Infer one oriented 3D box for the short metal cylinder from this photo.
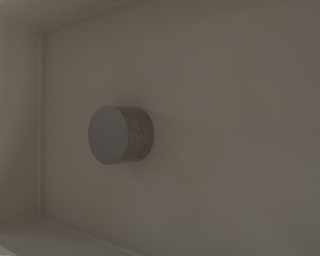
[{"bbox_3d":[-0.055,0.009,0.434,0.080,0.050,0.079,0,90,39],"label":"short metal cylinder"}]
